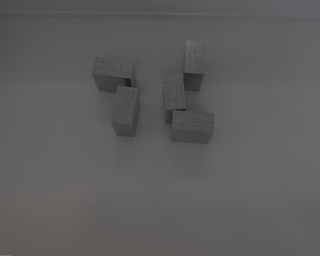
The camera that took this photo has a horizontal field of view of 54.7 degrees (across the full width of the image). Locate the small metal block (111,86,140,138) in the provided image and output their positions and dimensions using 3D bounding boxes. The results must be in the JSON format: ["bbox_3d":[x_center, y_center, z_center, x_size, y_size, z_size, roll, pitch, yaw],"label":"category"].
[{"bbox_3d":[-0.043,-0.020,0.403,0.025,0.050,0.050,7,70,2],"label":"small metal block"}]

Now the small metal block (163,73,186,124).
[{"bbox_3d":[0.018,-0.038,0.410,0.025,0.050,0.050,-3,70,-1],"label":"small metal block"}]

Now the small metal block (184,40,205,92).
[{"bbox_3d":[0.046,-0.085,0.427,0.025,0.050,0.050,4,70,2],"label":"small metal block"}]

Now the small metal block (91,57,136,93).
[{"bbox_3d":[-0.061,-0.069,0.421,0.050,0.050,0.025,8,71,3],"label":"small metal block"}]

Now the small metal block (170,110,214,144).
[{"bbox_3d":[0.040,0.000,0.397,0.050,0.050,0.025,4,70,1],"label":"small metal block"}]
